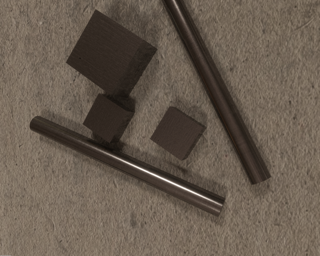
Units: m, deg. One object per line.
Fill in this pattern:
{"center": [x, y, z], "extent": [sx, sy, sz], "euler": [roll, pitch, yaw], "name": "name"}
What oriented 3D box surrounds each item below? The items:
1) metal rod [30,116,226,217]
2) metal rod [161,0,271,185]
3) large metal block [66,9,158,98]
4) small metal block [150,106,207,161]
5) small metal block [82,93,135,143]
{"center": [-0.057, 0.046, 0.427], "extent": [0.301, 0.025, 0.025], "euler": [22, 97, 18], "name": "metal rod"}
{"center": [0.058, -0.073, 0.387], "extent": [0.025, 0.025, 0.299], "euler": [-27, 81, 18], "name": "metal rod"}
{"center": [-0.064, -0.097, 0.417], "extent": [0.080, 0.050, 0.080], "euler": [36, 101, 16], "name": "large metal block"}
{"center": [0.024, 0.007, 0.400], "extent": [0.050, 0.025, 0.050], "euler": [34, 101, 16], "name": "small metal block"}
{"center": [-0.072, -0.014, 0.433], "extent": [0.050, 0.025, 0.050], "euler": [33, 100, 16], "name": "small metal block"}
